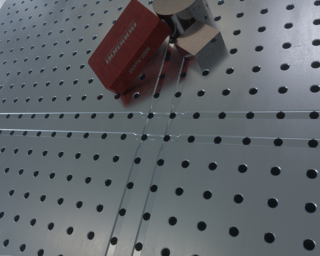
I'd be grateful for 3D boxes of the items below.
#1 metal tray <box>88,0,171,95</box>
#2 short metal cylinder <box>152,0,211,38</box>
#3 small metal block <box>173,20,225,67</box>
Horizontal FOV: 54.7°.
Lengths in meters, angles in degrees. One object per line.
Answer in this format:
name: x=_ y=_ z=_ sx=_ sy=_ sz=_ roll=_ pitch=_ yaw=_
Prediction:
metal tray: x=-0.052 y=-0.128 z=0.488 sx=0.130 sy=0.030 sz=0.090 roll=-50 pitch=50 yaw=14
short metal cylinder: x=0.035 y=-0.190 z=0.490 sx=0.080 sy=0.050 sz=0.080 roll=-13 pitch=56 yaw=21
small metal block: x=0.057 y=-0.125 z=0.455 sx=0.050 sy=0.025 sz=0.050 roll=-44 pitch=51 yaw=-2
